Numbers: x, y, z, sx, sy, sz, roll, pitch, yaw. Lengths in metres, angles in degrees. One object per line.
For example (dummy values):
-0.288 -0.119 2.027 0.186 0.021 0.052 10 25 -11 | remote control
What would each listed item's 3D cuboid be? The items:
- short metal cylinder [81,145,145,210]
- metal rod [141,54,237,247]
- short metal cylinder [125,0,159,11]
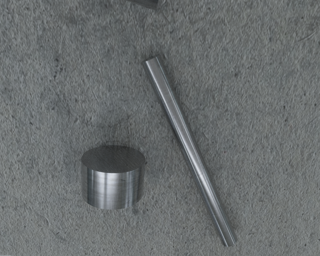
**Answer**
-0.061 0.061 0.403 0.081 0.080 0.050 4 110 -2 | short metal cylinder
0.047 0.044 0.426 0.025 0.025 0.299 -22 109 8 | metal rod
-0.016 -0.169 0.318 0.050 0.080 0.079 17 109 -6 | short metal cylinder
